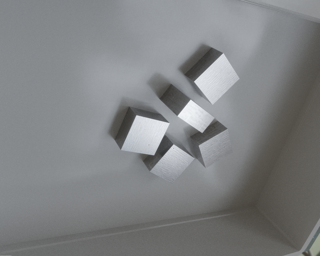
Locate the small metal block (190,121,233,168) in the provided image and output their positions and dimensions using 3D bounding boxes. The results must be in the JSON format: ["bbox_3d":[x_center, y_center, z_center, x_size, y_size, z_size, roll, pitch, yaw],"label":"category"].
[{"bbox_3d":[0.079,0.025,0.470,0.050,0.025,0.050,-29,129,-10],"label":"small metal block"}]

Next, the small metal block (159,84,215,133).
[{"bbox_3d":[0.034,-0.025,0.397,0.050,0.050,0.025,31,101,-39],"label":"small metal block"}]

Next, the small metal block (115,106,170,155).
[{"bbox_3d":[-0.023,0.005,0.400,0.050,0.025,0.050,13,112,-34],"label":"small metal block"}]

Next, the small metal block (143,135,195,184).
[{"bbox_3d":[0.013,0.046,0.446,0.050,0.025,0.050,-49,129,6],"label":"small metal block"}]

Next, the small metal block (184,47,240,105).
[{"bbox_3d":[0.069,-0.067,0.406,0.050,0.025,0.050,-45,130,2],"label":"small metal block"}]
